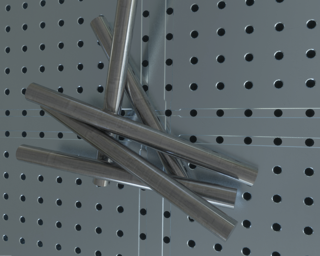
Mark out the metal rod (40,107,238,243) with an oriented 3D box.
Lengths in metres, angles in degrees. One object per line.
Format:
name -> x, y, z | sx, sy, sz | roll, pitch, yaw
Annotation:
metal rod -> -0.043, 0.036, 0.379 | 0.300, 0.025, 0.025 | 31, 100, 25

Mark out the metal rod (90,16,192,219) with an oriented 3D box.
metal rod -> -0.019, -0.021, 0.418 | 0.025, 0.025, 0.299 | -31, 80, 17

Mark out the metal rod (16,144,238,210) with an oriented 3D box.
metal rod -> -0.055, 0.058, 0.400 | 0.301, 0.025, 0.025 | 9, 93, 17

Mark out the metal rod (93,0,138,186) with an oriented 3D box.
metal rod -> -0.057, -0.064, 0.404 | 0.025, 0.025, 0.298 | 16, 105, 19

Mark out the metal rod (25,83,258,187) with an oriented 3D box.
metal rod -> -0.027, 0.006, 0.387 | 0.301, 0.025, 0.025 | 21, 97, 5
